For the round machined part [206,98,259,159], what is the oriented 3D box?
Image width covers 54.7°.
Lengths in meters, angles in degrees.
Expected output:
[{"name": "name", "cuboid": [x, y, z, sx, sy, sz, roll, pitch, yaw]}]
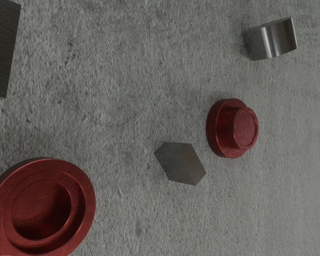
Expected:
[{"name": "round machined part", "cuboid": [0.122, 0.001, 0.499, 0.099, 0.042, 0.097, 0, 90, -40]}]

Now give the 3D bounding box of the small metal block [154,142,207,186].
[{"name": "small metal block", "cuboid": [0.027, 0.047, 0.413, 0.025, 0.050, 0.050, -44, 117, -31]}]

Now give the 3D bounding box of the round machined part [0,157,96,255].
[{"name": "round machined part", "cuboid": [-0.116, 0.076, 0.298, 0.099, 0.042, 0.097, 0, 90, -40]}]

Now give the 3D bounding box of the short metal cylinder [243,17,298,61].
[{"name": "short metal cylinder", "cuboid": [0.189, -0.153, 0.530, 0.081, 0.080, 0.050, -31, 110, -36]}]

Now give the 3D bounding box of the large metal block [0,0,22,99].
[{"name": "large metal block", "cuboid": [-0.167, -0.070, 0.249, 0.081, 0.050, 0.080, 11, 83, -40]}]
